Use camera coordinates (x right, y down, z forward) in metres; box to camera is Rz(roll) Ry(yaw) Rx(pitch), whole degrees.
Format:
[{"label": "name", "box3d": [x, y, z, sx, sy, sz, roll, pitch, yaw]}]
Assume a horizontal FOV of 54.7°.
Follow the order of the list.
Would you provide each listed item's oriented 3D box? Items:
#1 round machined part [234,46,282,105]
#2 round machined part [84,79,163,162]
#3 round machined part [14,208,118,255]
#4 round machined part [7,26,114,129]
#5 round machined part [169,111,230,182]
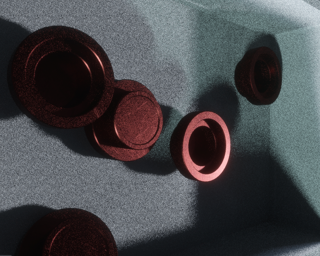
[{"label": "round machined part", "box3d": [0.165, -0.087, 0.534, 0.099, 0.042, 0.097, 0, 90, -40]}, {"label": "round machined part", "box3d": [-0.035, -0.009, 0.366, 0.099, 0.042, 0.097, 0, 90, -40]}, {"label": "round machined part", "box3d": [-0.084, 0.125, 0.298, 0.099, 0.042, 0.098, 21, 50, -27]}, {"label": "round machined part", "box3d": [-0.099, -0.047, 0.309, 0.099, 0.042, 0.097, 1, 88, -36]}, {"label": "round machined part", "box3d": [0.052, 0.025, 0.439, 0.099, 0.042, 0.097, 0, 90, -40]}]
